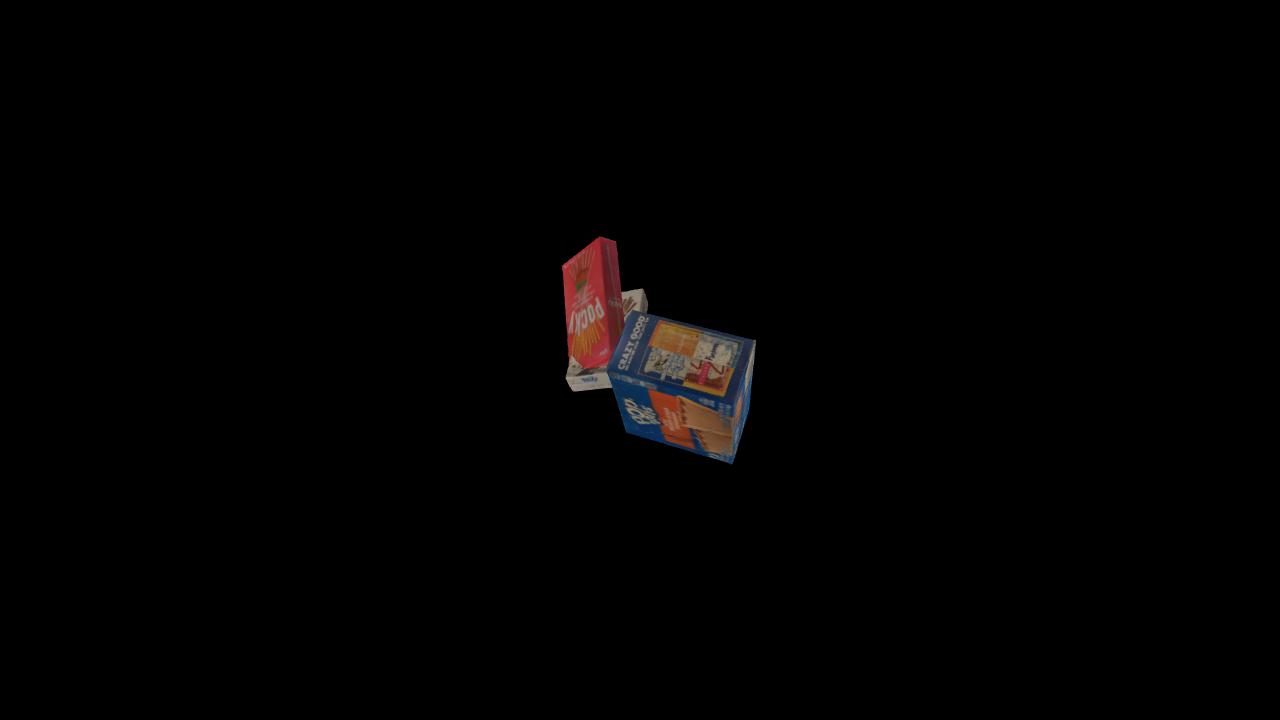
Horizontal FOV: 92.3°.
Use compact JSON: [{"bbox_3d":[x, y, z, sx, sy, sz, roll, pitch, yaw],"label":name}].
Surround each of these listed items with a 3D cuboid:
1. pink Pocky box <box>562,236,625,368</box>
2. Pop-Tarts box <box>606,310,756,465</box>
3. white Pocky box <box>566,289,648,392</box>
[{"bbox_3d":[-0.056,-0.062,0.739,0.029,0.155,0.084,10,-25,-39],"label":"pink Pocky box"},{"bbox_3d":[0.051,0.036,0.702,0.141,0.083,0.167,16,-27,15],"label":"Pop-Tarts box"},{"bbox_3d":[-0.037,-0.027,0.762,0.084,0.028,0.154,-8,42,14],"label":"white Pocky box"}]
